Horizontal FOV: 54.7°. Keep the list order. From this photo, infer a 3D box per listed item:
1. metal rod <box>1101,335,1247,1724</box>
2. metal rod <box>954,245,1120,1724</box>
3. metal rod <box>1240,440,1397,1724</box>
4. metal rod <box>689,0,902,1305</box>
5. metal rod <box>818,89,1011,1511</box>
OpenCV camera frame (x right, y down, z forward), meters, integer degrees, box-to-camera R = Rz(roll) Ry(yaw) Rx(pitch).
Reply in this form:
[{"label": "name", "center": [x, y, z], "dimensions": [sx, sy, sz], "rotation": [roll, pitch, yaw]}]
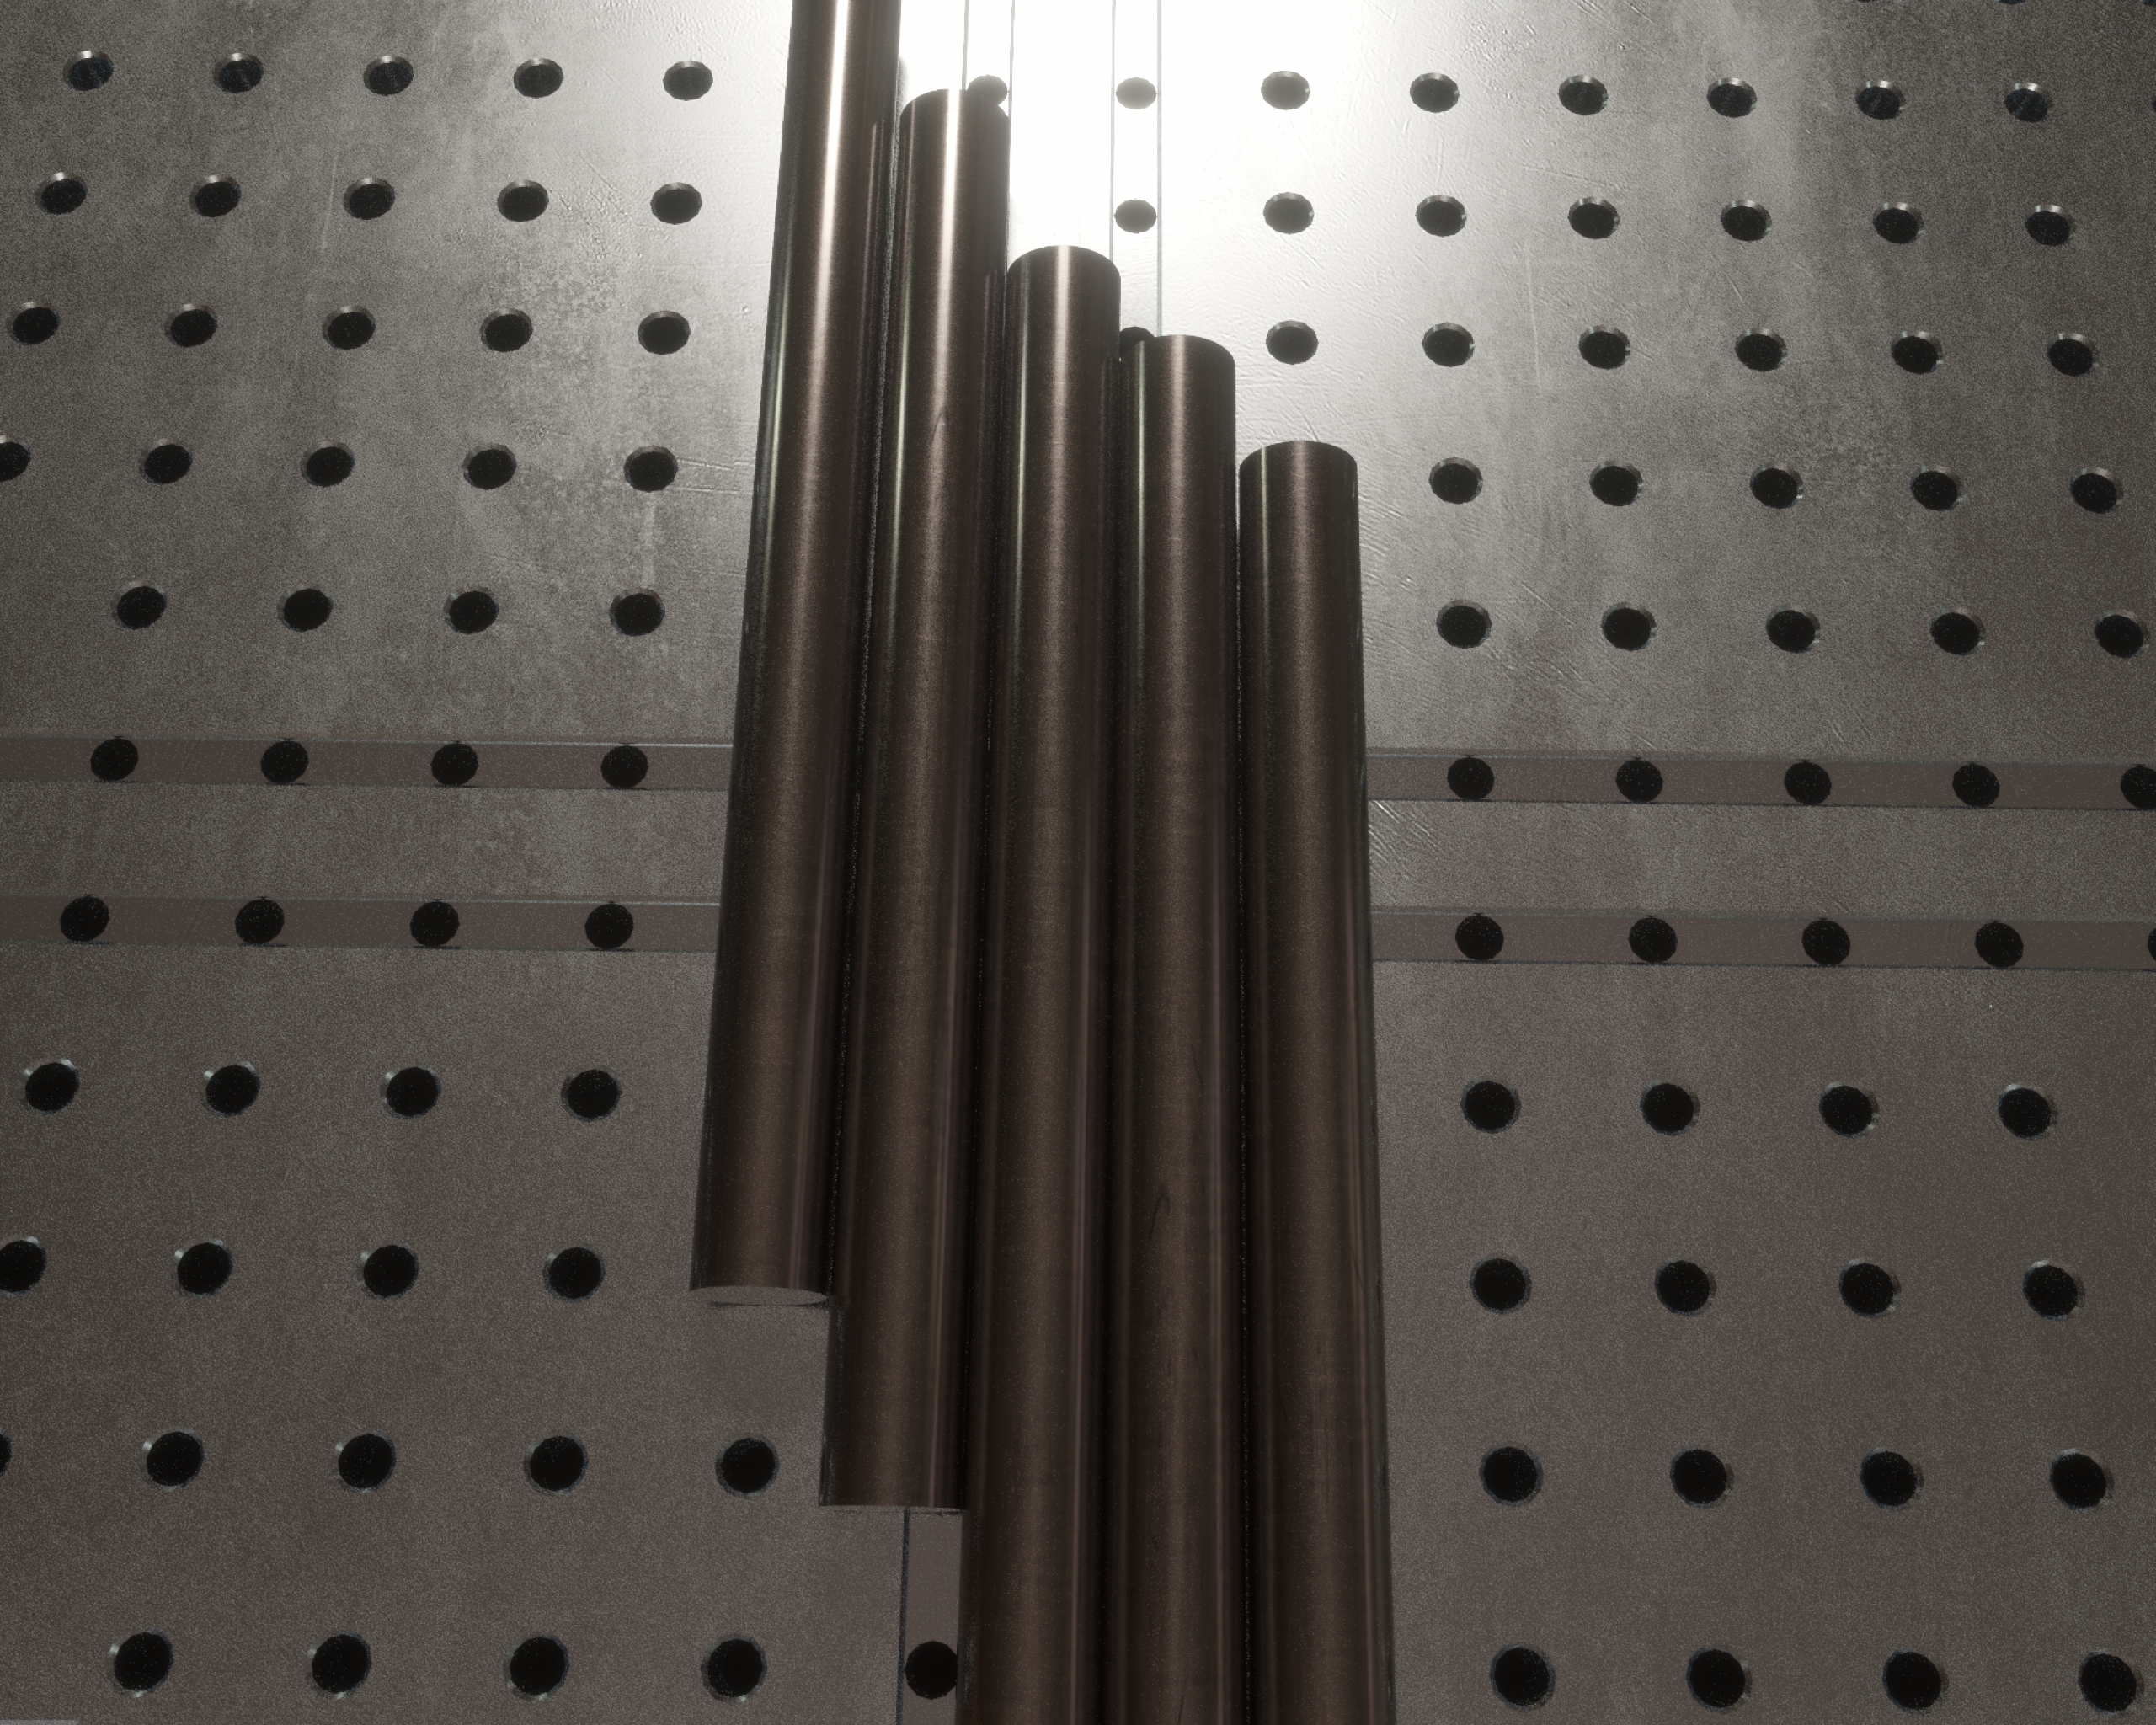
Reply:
[{"label": "metal rod", "center": [0.019, 0.033, 0.399], "dimensions": [0.025, 0.025, 0.299], "rotation": [1, 70, 0]}, {"label": "metal rod", "center": [-0.006, 0.012, 0.406], "dimensions": [0.025, 0.025, 0.299], "rotation": [1, 70, 0]}, {"label": "metal rod", "center": [0.044, 0.057, 0.390], "dimensions": [0.025, 0.025, 0.299], "rotation": [1, 70, 0]}, {"label": "metal rod", "center": [-0.056, -0.061, 0.433], "dimensions": [0.025, 0.025, 0.299], "rotation": [1, 70, 0]}, {"label": "metal rod", "center": [-0.030, -0.026, 0.420], "dimensions": [0.025, 0.025, 0.299], "rotation": [1, 70, 0]}]
